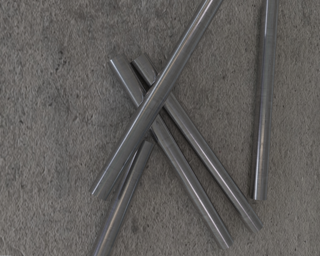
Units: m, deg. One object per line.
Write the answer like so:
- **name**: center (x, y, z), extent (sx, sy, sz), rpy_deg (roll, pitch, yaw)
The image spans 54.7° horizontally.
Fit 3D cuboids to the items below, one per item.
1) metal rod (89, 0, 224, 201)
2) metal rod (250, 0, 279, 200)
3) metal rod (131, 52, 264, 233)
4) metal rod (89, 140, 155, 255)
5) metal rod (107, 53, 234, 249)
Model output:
- **metal rod**: center (0.002, -0.050, 0.381), extent (0.025, 0.025, 0.300), rpy_deg (33, 79, -17)
- **metal rod**: center (0.157, -0.043, 0.466), extent (0.025, 0.025, 0.298), rpy_deg (5, 89, -20)
- **metal rod**: center (0.057, 0.028, 0.429), extent (0.025, 0.025, 0.299), rpy_deg (-39, 103, -16)
- **metal rod**: center (-0.073, 0.155, 0.382), extent (0.025, 0.025, 0.299), rpy_deg (24, 82, -19)
- **metal rod**: center (0.020, 0.038, 0.416), extent (0.025, 0.025, 0.299), rpy_deg (-34, 101, -17)
